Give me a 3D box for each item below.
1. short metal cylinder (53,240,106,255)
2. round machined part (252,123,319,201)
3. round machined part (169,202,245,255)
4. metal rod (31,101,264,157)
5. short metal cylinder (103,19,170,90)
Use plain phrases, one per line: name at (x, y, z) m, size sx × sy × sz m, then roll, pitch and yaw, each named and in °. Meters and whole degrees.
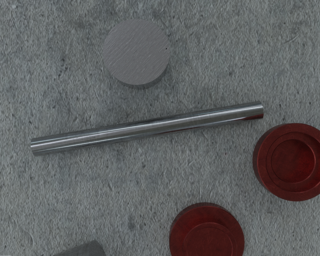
short metal cylinder at (-0.095, 0.187, 0.381) m, size 0.050 × 0.080 × 0.080 m, roll -20°, pitch 90°, yaw 0°
round machined part at (0.169, 0.042, 0.404) m, size 0.099 × 0.042 × 0.097 m, roll 0°, pitch 90°, yaw -1°
round machined part at (0.062, 0.150, 0.402) m, size 0.099 × 0.042 × 0.097 m, roll 0°, pitch 90°, yaw -1°
metal rod at (-0.016, 0.001, 0.409) m, size 0.302 × 0.025 × 0.025 m, roll -9°, pitch 90°, yaw -1°
short metal cylinder at (-0.028, -0.092, 0.397) m, size 0.081 × 0.050 × 0.079 m, roll 0°, pitch 90°, yaw -1°
